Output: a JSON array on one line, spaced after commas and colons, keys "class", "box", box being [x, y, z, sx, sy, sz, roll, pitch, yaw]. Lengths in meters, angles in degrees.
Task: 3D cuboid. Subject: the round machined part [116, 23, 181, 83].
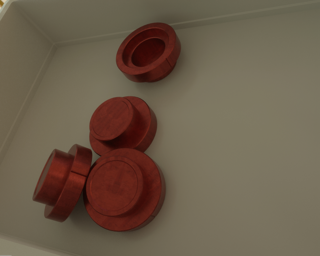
[{"class": "round machined part", "box": [-0.013, -0.108, 0.468, 0.098, 0.042, 0.098, -13, 56, 21]}]

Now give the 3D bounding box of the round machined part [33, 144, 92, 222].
[{"class": "round machined part", "box": [-0.126, 0.065, 0.391, 0.097, 0.042, 0.098, -49, 27, 36]}]

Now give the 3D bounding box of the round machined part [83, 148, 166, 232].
[{"class": "round machined part", "box": [-0.046, 0.070, 0.362, 0.098, 0.042, 0.098, -5, 70, 14]}]

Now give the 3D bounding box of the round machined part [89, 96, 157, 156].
[{"class": "round machined part", "box": [-0.057, -0.004, 0.428, 0.098, 0.042, 0.098, -13, 56, 21]}]
